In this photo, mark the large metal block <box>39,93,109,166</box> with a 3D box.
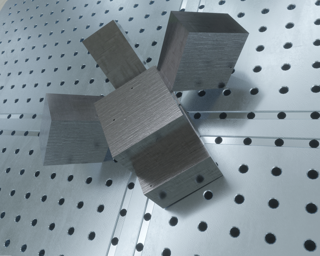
[{"bbox_3d":[-0.111,0.003,0.411,0.050,0.081,0.080,62,140,39],"label":"large metal block"}]

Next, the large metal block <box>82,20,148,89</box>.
[{"bbox_3d":[-0.059,-0.104,0.449,0.050,0.080,0.080,-33,12,7],"label":"large metal block"}]

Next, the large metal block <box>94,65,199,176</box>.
[{"bbox_3d":[-0.016,-0.008,0.341,0.080,0.050,0.080,-32,52,6],"label":"large metal block"}]

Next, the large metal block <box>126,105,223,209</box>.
[{"bbox_3d":[0.014,0.034,0.364,0.080,0.050,0.080,-31,50,7],"label":"large metal block"}]

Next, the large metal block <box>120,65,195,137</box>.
[{"bbox_3d":[-0.013,-0.023,0.415,0.080,0.050,0.080,-33,51,6],"label":"large metal block"}]

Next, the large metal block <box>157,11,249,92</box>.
[{"bbox_3d":[0.050,-0.094,0.385,0.081,0.080,0.050,-7,47,-24],"label":"large metal block"}]
